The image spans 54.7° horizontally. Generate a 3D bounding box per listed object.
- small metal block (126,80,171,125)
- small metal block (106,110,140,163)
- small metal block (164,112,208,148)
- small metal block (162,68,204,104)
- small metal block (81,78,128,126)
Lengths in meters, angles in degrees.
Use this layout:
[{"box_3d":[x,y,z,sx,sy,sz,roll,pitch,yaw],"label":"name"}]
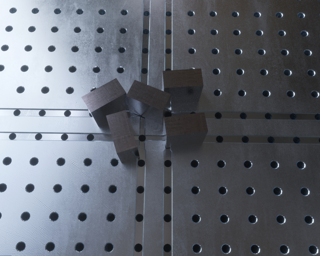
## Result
[{"box_3d":[-0.014,-0.033,0.410,0.050,0.050,0.025,23,72,7],"label":"small metal block"},{"box_3d":[-0.046,0.012,0.394,0.025,0.050,0.050,-17,71,-6],"label":"small metal block"},{"box_3d":[0.031,0.004,0.398,0.050,0.050,0.025,-8,71,-3],"label":"small metal block"},{"box_3d":[0.029,-0.055,0.419,0.050,0.050,0.025,-4,70,-2],"label":"small metal block"},{"box_3d":[-0.070,-0.033,0.410,0.050,0.050,0.025,-31,73,-11],"label":"small metal block"}]
